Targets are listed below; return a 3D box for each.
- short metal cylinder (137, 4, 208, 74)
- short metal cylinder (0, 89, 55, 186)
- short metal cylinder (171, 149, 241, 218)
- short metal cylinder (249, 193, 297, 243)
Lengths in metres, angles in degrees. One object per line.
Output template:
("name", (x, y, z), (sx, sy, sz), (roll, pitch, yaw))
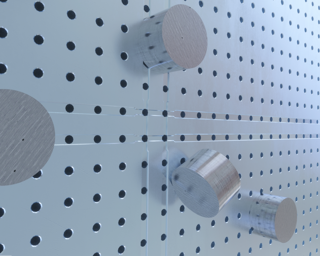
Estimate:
("short metal cylinder", (0.017, -0.115, 0.409), (0.081, 0.050, 0.079), (0, 90, -40))
("short metal cylinder", (-0.142, 0.008, 0.274), (0.081, 0.050, 0.079), (0, 90, -40))
("short metal cylinder", (0.063, 0.076, 0.429), (0.050, 0.080, 0.080), (-34, 111, -35))
("short metal cylinder", (0.210, 0.165, 0.573), (0.081, 0.050, 0.079), (0, 90, -40))
